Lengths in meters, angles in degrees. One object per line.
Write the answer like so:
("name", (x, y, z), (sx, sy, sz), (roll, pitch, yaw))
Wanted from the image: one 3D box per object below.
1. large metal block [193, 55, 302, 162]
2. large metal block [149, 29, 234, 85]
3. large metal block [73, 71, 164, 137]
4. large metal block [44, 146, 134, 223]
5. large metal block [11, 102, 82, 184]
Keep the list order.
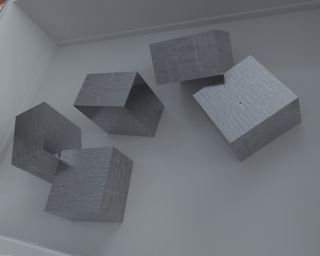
("large metal block", (0.098, -0.023, 0.352), (0.080, 0.050, 0.080), (-35, 51, 5))
("large metal block", (0.044, -0.089, 0.394), (0.080, 0.080, 0.050), (-6, 101, 25))
("large metal block", (-0.052, -0.030, 0.417), (0.080, 0.080, 0.050), (3, 63, 29))
("large metal block", (-0.087, 0.072, 0.391), (0.080, 0.050, 0.080), (-6, 59, 25))
("large metal block", (-0.156, 0.024, 0.438), (0.050, 0.080, 0.080), (-24, 53, 14))
